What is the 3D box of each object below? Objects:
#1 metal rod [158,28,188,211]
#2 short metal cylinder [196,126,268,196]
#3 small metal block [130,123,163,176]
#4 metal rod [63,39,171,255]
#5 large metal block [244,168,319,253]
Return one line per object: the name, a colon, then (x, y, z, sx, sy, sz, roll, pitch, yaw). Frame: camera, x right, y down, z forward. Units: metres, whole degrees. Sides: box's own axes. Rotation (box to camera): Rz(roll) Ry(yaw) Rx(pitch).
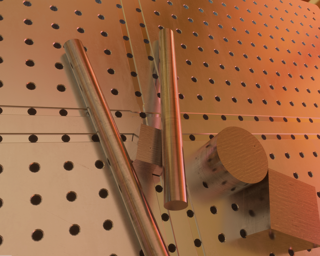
metal rod: (0.013, -0.036, 0.412, 0.025, 0.025, 0.300, 15, 48, -20)
short metal cylinder: (0.096, 0.045, 0.417, 0.081, 0.050, 0.080, 14, 56, -21)
small metal block: (-0.008, 0.028, 0.387, 0.050, 0.025, 0.050, 18, 55, -18)
metal rod: (-0.056, 0.019, 0.366, 0.025, 0.025, 0.299, -13, 68, -33)
large metal block: (0.160, 0.110, 0.411, 0.080, 0.050, 0.080, 22, 54, -15)
